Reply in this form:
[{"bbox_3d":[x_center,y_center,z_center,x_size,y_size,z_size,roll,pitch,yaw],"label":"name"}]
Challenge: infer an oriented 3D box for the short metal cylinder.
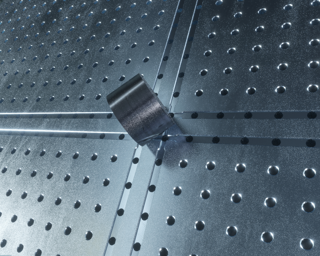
[{"bbox_3d":[-0.024,-0.023,0.397,0.050,0.080,0.080,-35,52,5],"label":"short metal cylinder"}]
